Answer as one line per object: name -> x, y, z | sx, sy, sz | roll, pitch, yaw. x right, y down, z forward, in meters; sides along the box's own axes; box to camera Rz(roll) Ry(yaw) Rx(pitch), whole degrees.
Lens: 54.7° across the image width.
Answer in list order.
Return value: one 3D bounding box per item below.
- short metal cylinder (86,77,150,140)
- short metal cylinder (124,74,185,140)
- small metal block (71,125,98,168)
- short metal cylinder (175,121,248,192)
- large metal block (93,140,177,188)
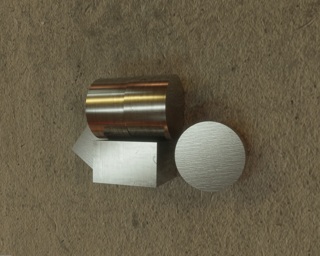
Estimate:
short metal cylinder -> -0.051, -0.025, 0.400 | 0.050, 0.080, 0.079 | 1, 90, 20
short metal cylinder -> -0.004, -0.025, 0.383 | 0.050, 0.080, 0.079 | 1, 90, 20
small metal block -> -0.089, 0.026, 0.442 | 0.050, 0.025, 0.050 | 39, 102, 15
short metal cylinder -> 0.064, 0.032, 0.374 | 0.080, 0.050, 0.079 | 0, 90, 20
large metal block -> -0.028, 0.040, 0.391 | 0.080, 0.080, 0.050 | 1, 91, 20
